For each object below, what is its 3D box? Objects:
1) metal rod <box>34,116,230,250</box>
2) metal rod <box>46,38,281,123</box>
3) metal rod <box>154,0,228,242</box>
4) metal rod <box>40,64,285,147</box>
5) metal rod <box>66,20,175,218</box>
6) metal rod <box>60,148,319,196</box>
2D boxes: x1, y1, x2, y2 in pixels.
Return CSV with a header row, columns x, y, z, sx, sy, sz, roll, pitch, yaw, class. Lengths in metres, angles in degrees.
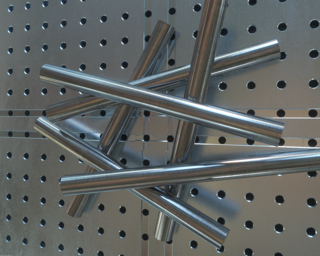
x,y,z,sx,sy,sz,roll,pitch,yaw,class
-0.051,0.059,0.399,0.300,0.025,0.025,28,99,22,metal rod
-0.005,-0.056,0.393,0.301,0.025,0.025,-15,85,11,metal rod
0.033,0.002,0.374,0.025,0.025,0.298,17,106,19,metal rod
-0.015,-0.033,0.360,0.301,0.025,0.025,16,96,20,metal rod
-0.059,-0.006,0.433,0.025,0.025,0.299,30,100,17,metal rod
0.035,0.052,0.360,0.301,0.025,0.025,-6,88,4,metal rod
